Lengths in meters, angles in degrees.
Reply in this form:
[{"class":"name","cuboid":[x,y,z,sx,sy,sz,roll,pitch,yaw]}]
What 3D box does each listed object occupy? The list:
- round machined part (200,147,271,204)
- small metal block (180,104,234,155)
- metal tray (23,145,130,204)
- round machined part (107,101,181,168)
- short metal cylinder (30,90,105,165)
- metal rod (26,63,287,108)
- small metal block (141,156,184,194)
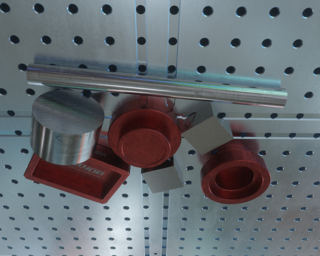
[{"class":"round machined part","cuboid":[0.108,0.066,0.458,0.099,0.042,0.097,0,130,0]},{"class":"small metal block","cuboid":[0.062,0.003,0.415,0.050,0.025,0.050,-31,124,23]},{"class":"metal tray","cuboid":[-0.120,0.059,0.457,0.131,0.030,0.089,24,126,-19]},{"class":"round machined part","cuboid":[-0.021,0.015,0.413,0.099,0.042,0.097,0,128,0]},{"class":"short metal cylinder","cuboid":[-0.112,-0.002,0.372,0.081,0.080,0.050,14,129,-12]},{"class":"metal rod","cuboid":[0.001,-0.049,0.369,0.302,0.025,0.025,5,130,-5]},{"class":"small metal block","cuboid":[0.004,0.070,0.471,0.050,0.025,0.050,-15,129,12]}]
